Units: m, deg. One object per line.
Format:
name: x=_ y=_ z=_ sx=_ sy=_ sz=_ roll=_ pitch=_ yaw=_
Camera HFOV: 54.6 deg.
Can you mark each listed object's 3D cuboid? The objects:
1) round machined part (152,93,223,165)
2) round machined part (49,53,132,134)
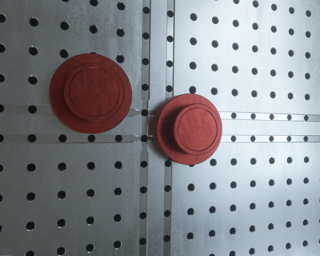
round machined part: x=0.042 y=0.002 z=0.419 sx=0.099 sy=0.042 sz=0.097 roll=0 pitch=90 yaw=-20
round machined part: x=-0.081 y=-0.041 z=0.373 sx=0.099 sy=0.042 sz=0.097 roll=0 pitch=90 yaw=-20
